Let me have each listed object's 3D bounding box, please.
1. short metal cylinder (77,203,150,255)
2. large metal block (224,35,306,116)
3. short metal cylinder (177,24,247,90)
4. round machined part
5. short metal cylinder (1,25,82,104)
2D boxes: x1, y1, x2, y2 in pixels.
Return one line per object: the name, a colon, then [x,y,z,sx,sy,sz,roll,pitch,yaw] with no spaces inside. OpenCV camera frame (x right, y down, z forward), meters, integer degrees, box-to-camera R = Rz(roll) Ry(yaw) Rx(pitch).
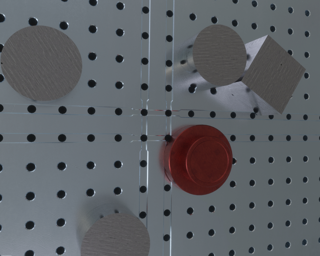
short metal cylinder: [-0.058,0.137,0.378,0.081,0.050,0.079,0,90,-20]
large metal block: [0.152,-0.074,0.455,0.080,0.050,0.080,35,79,-17]
short metal cylinder: [0.070,-0.095,0.425,0.081,0.050,0.079,0,90,-20]
round machined part: [0.058,0.044,0.425,0.099,0.042,0.097,0,90,-20]
short metal cylinder: [-0.132,-0.069,0.350,0.081,0.050,0.079,0,90,-20]
